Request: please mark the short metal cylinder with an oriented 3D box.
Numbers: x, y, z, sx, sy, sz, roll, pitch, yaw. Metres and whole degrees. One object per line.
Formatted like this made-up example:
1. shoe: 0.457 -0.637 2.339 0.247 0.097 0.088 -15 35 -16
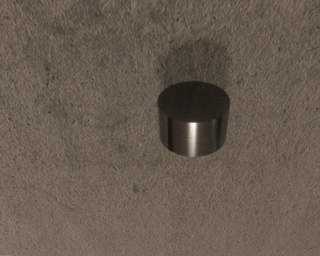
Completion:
1. short metal cylinder: 0.039 -0.012 0.361 0.081 0.080 0.050 -2 130 1
